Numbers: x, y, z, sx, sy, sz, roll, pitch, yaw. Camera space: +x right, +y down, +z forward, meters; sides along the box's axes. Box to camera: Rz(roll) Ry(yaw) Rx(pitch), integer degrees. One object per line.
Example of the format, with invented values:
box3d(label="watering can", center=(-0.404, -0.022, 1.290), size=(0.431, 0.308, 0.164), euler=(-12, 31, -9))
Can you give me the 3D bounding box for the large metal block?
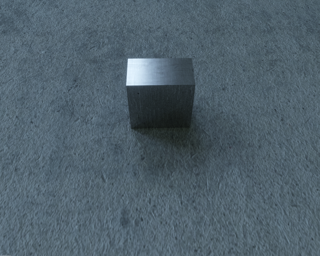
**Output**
box3d(label="large metal block", center=(0.000, -0.044, 0.406), size=(0.081, 0.080, 0.050), euler=(-1, 50, -1))
